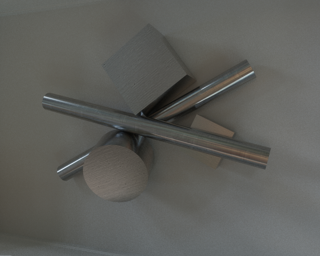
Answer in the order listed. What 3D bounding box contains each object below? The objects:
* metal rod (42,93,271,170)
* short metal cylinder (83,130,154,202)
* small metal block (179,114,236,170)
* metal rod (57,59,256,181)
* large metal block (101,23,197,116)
[{"bbox_3d":[-0.019,-0.002,0.388,0.301,0.025,0.025,15,95,19],"label":"metal rod"},{"bbox_3d":[-0.051,0.047,0.398,0.080,0.050,0.079,2,112,6],"label":"short metal cylinder"},{"bbox_3d":[0.060,0.016,0.385,0.050,0.025,0.050,28,99,17],"label":"small metal block"},{"bbox_3d":[-0.017,-0.002,0.413,0.300,0.025,0.025,-29,81,17],"label":"metal rod"},{"bbox_3d":[-0.013,-0.071,0.399,0.080,0.050,0.080,-37,78,16],"label":"large metal block"}]
